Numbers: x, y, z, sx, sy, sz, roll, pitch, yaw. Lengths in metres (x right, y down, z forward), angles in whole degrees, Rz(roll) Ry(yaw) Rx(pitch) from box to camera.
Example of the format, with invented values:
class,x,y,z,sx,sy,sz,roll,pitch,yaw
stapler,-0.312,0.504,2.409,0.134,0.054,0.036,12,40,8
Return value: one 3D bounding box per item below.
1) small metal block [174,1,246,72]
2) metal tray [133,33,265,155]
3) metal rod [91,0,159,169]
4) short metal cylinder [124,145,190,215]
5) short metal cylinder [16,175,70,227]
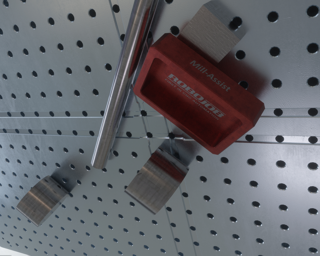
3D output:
class,x,y,z,sx,sy,sz,roll,pitch,yaw
small metal block,0.052,-0.095,0.326,0.050,0.025,0.050,43,129,-2
metal tray,0.038,-0.033,0.348,0.130,0.030,0.090,38,149,2
metal rod,-0.051,-0.051,0.406,0.025,0.025,0.298,30,128,9
short metal cylinder,-0.004,0.070,0.421,0.050,0.080,0.080,37,129,3
short metal cylinder,-0.215,0.134,0.572,0.050,0.080,0.080,41,129,0
